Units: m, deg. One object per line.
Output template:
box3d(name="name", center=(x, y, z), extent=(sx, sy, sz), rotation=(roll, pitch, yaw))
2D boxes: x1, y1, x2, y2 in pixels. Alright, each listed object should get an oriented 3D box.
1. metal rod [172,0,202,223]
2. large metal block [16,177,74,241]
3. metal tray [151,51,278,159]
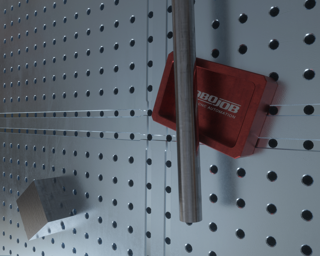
box3d(name="metal rod", center=(0.029, -0.048, 0.345), extent=(0.025, 0.025, 0.298), rotation=(-3, 88, 40))
box3d(name="large metal block", center=(-0.213, 0.147, 0.569), extent=(0.080, 0.050, 0.080), rotation=(-43, 64, 31))
box3d(name="metal tray", center=(0.056, -0.031, 0.359), extent=(0.130, 0.030, 0.089), rotation=(26, 106, 37))
